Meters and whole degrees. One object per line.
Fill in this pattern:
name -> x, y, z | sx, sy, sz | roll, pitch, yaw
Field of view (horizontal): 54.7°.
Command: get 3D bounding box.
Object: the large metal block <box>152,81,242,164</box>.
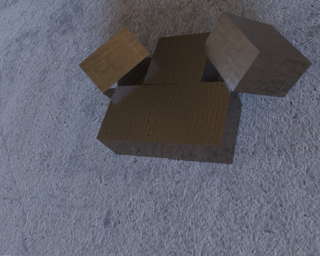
large metal block -> 0.046, -0.007, 0.366 | 0.080, 0.050, 0.080 | 2, 62, 28

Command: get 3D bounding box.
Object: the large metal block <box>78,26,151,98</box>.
large metal block -> -0.058, -0.088, 0.443 | 0.080, 0.080, 0.050 | -40, 86, 1

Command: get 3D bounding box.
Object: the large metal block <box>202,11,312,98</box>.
large metal block -> 0.108, -0.083, 0.356 | 0.050, 0.081, 0.080 | -61, 39, 38

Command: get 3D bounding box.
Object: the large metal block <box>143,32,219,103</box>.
large metal block -> 0.034, -0.078, 0.419 | 0.080, 0.050, 0.080 | 3, 63, 29

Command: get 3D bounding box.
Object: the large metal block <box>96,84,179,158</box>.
large metal block -> -0.024, -0.009, 0.405 | 0.080, 0.050, 0.080 | 2, 62, 28
